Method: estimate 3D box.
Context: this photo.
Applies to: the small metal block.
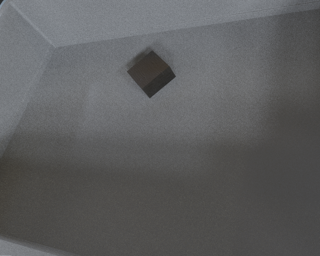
[{"bbox_3d":[-0.013,-0.080,0.461,0.050,0.025,0.050,-40,51,1],"label":"small metal block"}]
